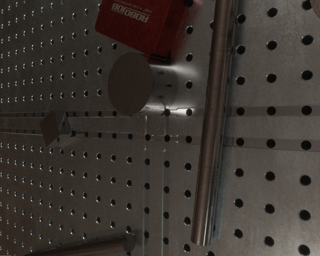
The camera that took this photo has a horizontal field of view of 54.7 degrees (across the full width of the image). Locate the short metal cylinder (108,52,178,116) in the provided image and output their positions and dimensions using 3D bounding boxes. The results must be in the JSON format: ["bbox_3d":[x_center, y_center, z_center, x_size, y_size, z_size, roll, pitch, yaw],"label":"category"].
[{"bbox_3d":[-0.023,-0.056,0.410,0.080,0.050,0.079,0,90,39],"label":"short metal cylinder"}]

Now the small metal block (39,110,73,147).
[{"bbox_3d":[-0.189,0.001,0.562,0.050,0.025,0.050,-35,69,34],"label":"small metal block"}]

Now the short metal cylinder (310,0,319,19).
[{"bbox_3d":[0.171,-0.112,0.251,0.080,0.050,0.079,0,90,39],"label":"short metal cylinder"}]

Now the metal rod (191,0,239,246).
[{"bbox_3d":[0.063,-0.014,0.356,0.025,0.025,0.298,9,96,39],"label":"metal rod"}]

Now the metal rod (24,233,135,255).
[{"bbox_3d":[-0.154,0.214,0.533,0.299,0.025,0.025,-24,75,37],"label":"metal rod"}]

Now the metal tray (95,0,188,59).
[{"bbox_3d":[-0.030,-0.159,0.429,0.130,0.030,0.089,32,110,35],"label":"metal tray"}]
